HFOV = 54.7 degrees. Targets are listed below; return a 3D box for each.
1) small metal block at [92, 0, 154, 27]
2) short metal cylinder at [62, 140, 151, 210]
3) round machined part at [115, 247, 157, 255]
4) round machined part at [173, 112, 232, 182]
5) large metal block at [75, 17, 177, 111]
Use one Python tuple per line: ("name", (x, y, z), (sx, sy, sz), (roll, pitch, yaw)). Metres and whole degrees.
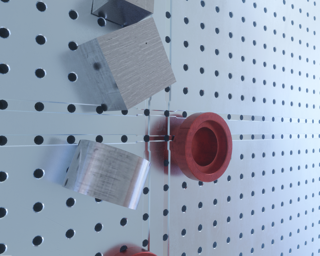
("small metal block", (-0.042, -0.143, 0.356), (0.050, 0.050, 0.025), (9, 80, -40))
("short metal cylinder", (-0.055, 0.050, 0.327), (0.080, 0.080, 0.050), (29, 72, -37))
("round machined part", (-0.027, 0.201, 0.376), (0.099, 0.042, 0.097), (0, 90, -40))
("round machined part", (0.057, 0.026, 0.446), (0.099, 0.042, 0.097), (0, 90, -40))
("large metal block", (-0.038, -0.073, 0.361), (0.081, 0.050, 0.080), (-34, 112, -35))
